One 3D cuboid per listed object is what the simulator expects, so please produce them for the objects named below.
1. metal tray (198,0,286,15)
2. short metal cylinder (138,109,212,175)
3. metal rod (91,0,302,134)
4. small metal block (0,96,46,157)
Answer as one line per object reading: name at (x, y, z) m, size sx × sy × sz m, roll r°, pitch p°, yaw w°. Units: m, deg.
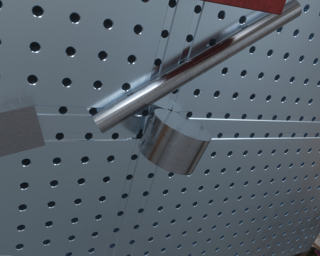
metal tray at (0.051, -0.144, 0.308) m, size 0.131 × 0.090 × 0.030 m, roll -3°, pitch 120°, yaw -28°
short metal cylinder at (0.019, 0.016, 0.398) m, size 0.081 × 0.080 × 0.050 m, roll 14°, pitch 111°, yaw -34°
metal rod at (0.052, -0.082, 0.390) m, size 0.301 × 0.025 × 0.025 m, roll -32°, pitch 129°, yaw -8°
small metal block at (-0.154, -0.002, 0.327) m, size 0.050 × 0.025 × 0.050 m, roll -16°, pitch 125°, yaw -20°
